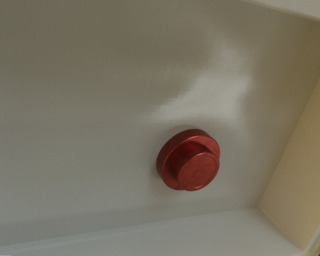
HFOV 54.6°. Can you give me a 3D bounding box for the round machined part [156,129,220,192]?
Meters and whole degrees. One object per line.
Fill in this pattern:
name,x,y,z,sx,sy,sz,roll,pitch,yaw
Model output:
round machined part,0.048,0.054,0.456,0.099,0.042,0.097,-14,124,-21
